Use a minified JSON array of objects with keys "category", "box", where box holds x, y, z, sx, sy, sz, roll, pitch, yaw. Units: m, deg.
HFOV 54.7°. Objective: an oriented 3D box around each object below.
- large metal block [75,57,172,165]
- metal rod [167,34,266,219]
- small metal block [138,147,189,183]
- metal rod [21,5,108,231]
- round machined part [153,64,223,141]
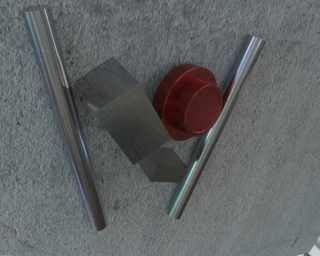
[{"category":"large metal block","box":[-0.041,-0.020,0.338,0.050,0.080,0.080,-35,129,-5]},{"category":"metal rod","box":[0.075,0.012,0.457,0.025,0.025,0.298,8,114,-33]},{"category":"small metal block","box":[0.002,0.049,0.424,0.050,0.050,0.025,9,114,-33]},{"category":"metal rod","box":[-0.100,0.015,0.362,0.025,0.025,0.298,-18,126,-18]},{"category":"round machined part","box":[0.041,-0.028,0.387,0.099,0.042,0.097,-24,128,-35]}]
